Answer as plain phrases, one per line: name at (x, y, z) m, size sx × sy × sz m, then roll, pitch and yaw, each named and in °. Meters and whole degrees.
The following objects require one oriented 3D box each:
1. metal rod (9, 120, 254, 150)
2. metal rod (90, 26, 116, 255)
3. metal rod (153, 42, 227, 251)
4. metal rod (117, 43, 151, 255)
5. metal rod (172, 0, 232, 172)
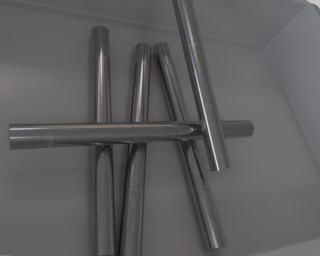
metal rod at (-0.009, 0.005, 0.364) m, size 0.303 × 0.025 × 0.025 m, roll -2°, pitch 63°, yaw -29°
metal rod at (-0.070, -0.006, 0.371) m, size 0.025 × 0.025 × 0.299 m, roll 8°, pitch 58°, yaw -24°
metal rod at (0.033, 0.007, 0.419) m, size 0.025 × 0.025 × 0.299 m, roll 1°, pitch 61°, yaw -28°
metal rod at (-0.028, 0.009, 0.384) m, size 0.025 × 0.025 × 0.299 m, roll 14°, pitch 56°, yaw -20°
metal rod at (0.042, -0.096, 0.384) m, size 0.025 × 0.025 × 0.298 m, roll -8°, pitch 83°, yaw -32°
